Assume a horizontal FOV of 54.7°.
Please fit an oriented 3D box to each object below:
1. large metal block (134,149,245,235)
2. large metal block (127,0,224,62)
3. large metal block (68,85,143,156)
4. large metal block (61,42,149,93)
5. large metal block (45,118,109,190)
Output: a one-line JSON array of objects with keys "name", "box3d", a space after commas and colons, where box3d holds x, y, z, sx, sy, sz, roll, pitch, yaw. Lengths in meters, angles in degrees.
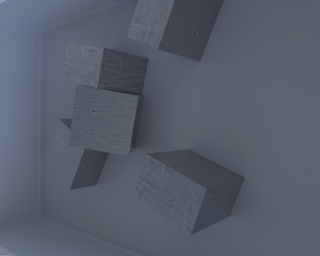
[{"name": "large metal block", "box3d": [0.033, 0.064, 0.343, 0.080, 0.081, 0.050, 26, 106, 36]}, {"name": "large metal block", "box3d": [0.020, -0.128, 0.353, 0.050, 0.081, 0.079, 32, 110, 35]}, {"name": "large metal block", "box3d": [-0.072, -0.012, 0.423, 0.080, 0.050, 0.079, 10, 98, 3]}, {"name": "large metal block", "box3d": [-0.076, -0.083, 0.432, 0.080, 0.081, 0.050, 19, 102, 38]}, {"name": "large metal block", "box3d": [-0.132, 0.039, 0.496, 0.080, 0.050, 0.079, 37, 113, 33]}]
